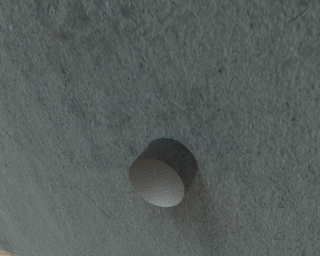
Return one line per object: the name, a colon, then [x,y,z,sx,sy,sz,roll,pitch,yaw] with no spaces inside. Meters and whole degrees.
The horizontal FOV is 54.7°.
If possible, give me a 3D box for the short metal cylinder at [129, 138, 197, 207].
short metal cylinder: [0.005,0.061,0.424,0.080,0.050,0.079,13,124,20]
